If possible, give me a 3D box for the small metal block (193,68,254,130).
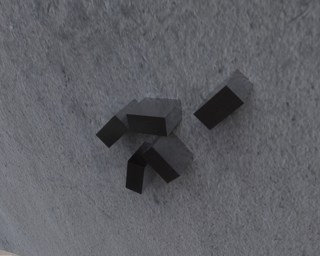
[{"bbox_3d":[0.069,-0.031,0.334,0.025,0.050,0.050,44,129,-3],"label":"small metal block"}]

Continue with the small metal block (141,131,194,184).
[{"bbox_3d":[0.010,0.035,0.406,0.050,0.050,0.025,47,129,-5],"label":"small metal block"}]

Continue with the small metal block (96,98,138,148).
[{"bbox_3d":[-0.051,-0.006,0.412,0.025,0.050,0.050,47,129,-5],"label":"small metal block"}]

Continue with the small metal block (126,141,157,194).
[{"bbox_3d":[-0.024,0.056,0.436,0.025,0.050,0.050,20,126,16],"label":"small metal block"}]

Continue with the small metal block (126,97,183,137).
[{"bbox_3d":[-0.005,-0.015,0.383,0.050,0.050,0.025,6,121,24],"label":"small metal block"}]
